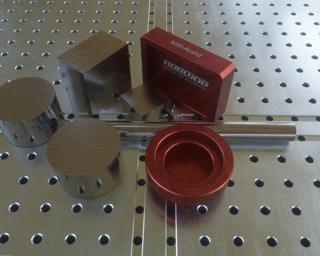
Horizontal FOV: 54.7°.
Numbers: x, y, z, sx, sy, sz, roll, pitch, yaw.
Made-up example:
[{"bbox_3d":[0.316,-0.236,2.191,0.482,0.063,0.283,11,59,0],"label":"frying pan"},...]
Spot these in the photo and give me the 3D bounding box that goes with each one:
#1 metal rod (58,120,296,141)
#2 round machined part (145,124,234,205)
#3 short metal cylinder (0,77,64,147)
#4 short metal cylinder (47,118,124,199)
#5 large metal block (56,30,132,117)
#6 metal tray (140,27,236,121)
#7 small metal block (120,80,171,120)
[{"bbox_3d":[0.022,0.003,0.405,0.302,0.025,0.025,1,50,0],"label":"metal rod"},{"bbox_3d":[0.033,0.045,0.359,0.099,0.042,0.098,0,50,0],"label":"round machined part"},{"bbox_3d":[-0.173,-0.022,0.408,0.080,0.050,0.080,0,50,0],"label":"short metal cylinder"},{"bbox_3d":[-0.084,0.035,0.361,0.080,0.050,0.080,0,50,0],"label":"short metal cylinder"},{"bbox_3d":[-0.088,-0.076,0.435,0.050,0.080,0.080,32,57,23],"label":"large metal block"},{"bbox_3d":[0.033,-0.072,0.425,0.130,0.090,0.030,33,58,24],"label":"metal tray"},{"bbox_3d":[-0.020,-0.034,0.436,0.050,0.025,0.050,-32,57,-24],"label":"small metal block"}]
